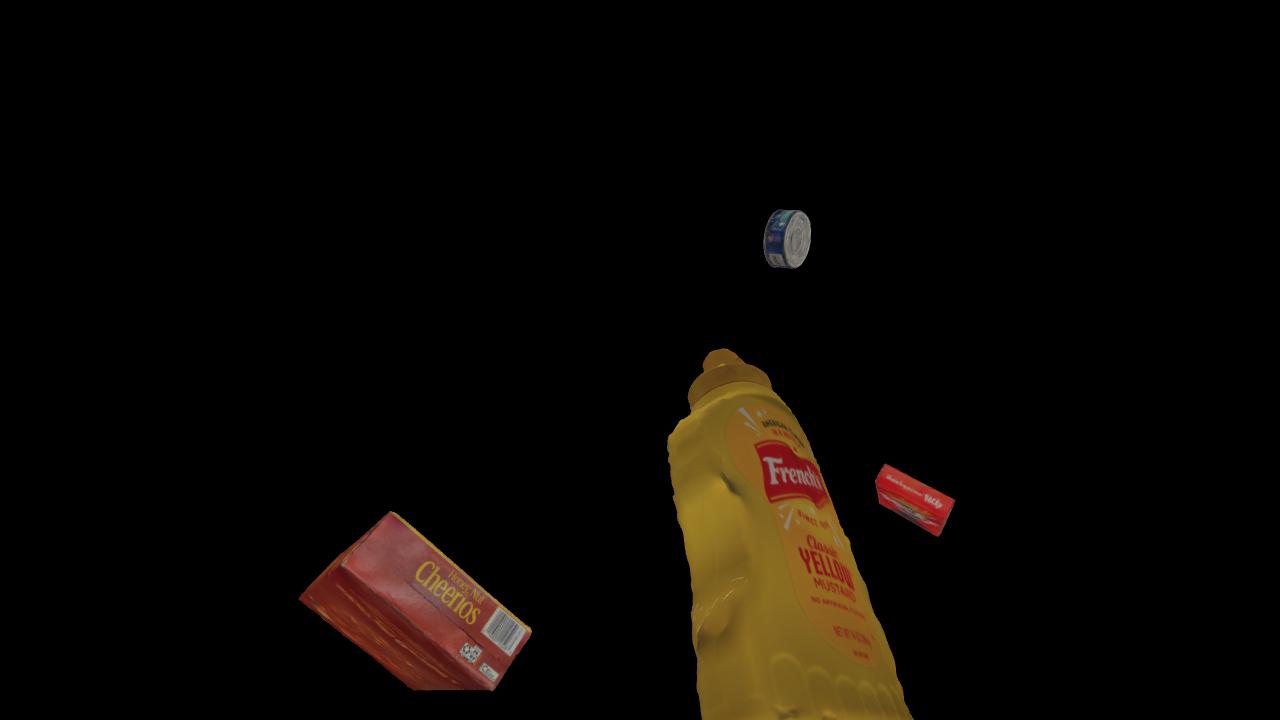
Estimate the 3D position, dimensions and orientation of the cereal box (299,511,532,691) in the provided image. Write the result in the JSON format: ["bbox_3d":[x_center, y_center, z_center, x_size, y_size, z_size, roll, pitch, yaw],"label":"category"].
[{"bbox_3d":[-0.280,0.299,0.729,0.306,0.203,0.081,-37,12,49],"label":"cereal box"}]

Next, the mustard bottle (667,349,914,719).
[{"bbox_3d":[0.051,0.065,0.267,0.092,0.184,0.054,23,-51,-28],"label":"mustard bottle"}]

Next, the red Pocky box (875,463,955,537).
[{"bbox_3d":[0.331,0.172,0.745,0.083,0.028,0.155,30,-8,31],"label":"red Pocky box"}]

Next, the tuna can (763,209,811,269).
[{"bbox_3d":[0.214,-0.174,0.889,0.034,0.084,0.084,14,9,40],"label":"tuna can"}]
